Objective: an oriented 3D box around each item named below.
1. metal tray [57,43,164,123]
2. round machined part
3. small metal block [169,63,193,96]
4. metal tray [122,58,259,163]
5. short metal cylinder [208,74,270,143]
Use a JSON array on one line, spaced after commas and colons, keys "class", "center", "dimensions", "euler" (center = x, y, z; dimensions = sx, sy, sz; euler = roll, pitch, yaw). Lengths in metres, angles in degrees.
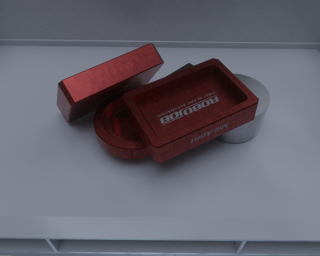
[{"class": "metal tray", "center": [-0.067, -0.058, 0.406], "dimensions": [0.131, 0.090, 0.030], "euler": [-29, 88, -23]}, {"class": "round machined part", "center": [-0.032, 0.000, 0.393], "dimensions": [0.099, 0.042, 0.098], "euler": [0, 50, 0]}, {"class": "small metal block", "center": [0.031, -0.055, 0.433], "dimensions": [0.050, 0.050, 0.025], "euler": [-35, 59, -28]}, {"class": "metal tray", "center": [0.034, -0.025, 0.359], "dimensions": [0.131, 0.030, 0.090], "euler": [-24, 53, -14]}, {"class": "short metal cylinder", "center": [0.098, -0.027, 0.410], "dimensions": [0.081, 0.050, 0.080], "euler": [0, 50, 0]}]
